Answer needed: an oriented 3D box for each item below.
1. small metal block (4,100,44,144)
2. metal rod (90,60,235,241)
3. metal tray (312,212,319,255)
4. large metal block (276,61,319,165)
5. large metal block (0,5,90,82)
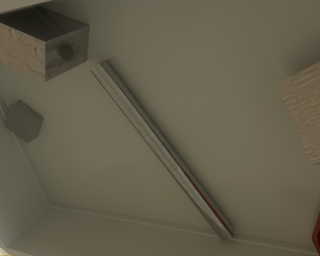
[{"bbox_3d":[-0.228,-0.010,0.520,0.050,0.025,0.050,37,129,3],"label":"small metal block"},{"bbox_3d":[0.009,0.037,0.425,0.025,0.025,0.299,-29,103,37],"label":"metal rod"},{"bbox_3d":[0.204,0.108,0.323,0.030,0.090,0.129,0,121,2],"label":"metal tray"},{"bbox_3d":[0.164,-0.019,0.270,0.080,0.050,0.080,-31,67,38],"label":"large metal block"},{"bbox_3d":[-0.146,-0.107,0.382,0.080,0.080,0.050,25,127,13],"label":"large metal block"}]
